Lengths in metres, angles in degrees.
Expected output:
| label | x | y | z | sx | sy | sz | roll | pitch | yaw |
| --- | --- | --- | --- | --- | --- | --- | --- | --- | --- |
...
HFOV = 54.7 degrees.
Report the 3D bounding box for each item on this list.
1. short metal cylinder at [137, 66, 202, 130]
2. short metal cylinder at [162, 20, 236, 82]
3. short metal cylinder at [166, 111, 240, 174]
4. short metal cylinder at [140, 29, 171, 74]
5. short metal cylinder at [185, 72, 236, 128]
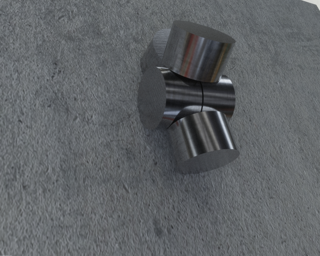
| label | x | y | z | sx | sy | sz | roll | pitch | yaw |
| --- | --- | --- | --- | --- | --- | --- | --- | --- | --- |
| short metal cylinder | 0.010 | -0.037 | 0.400 | 0.050 | 0.080 | 0.080 | 1 | 62 | -28 |
| short metal cylinder | 0.048 | -0.098 | 0.392 | 0.081 | 0.050 | 0.080 | 14 | 29 | -7 |
| short metal cylinder | 0.053 | 0.020 | 0.388 | 0.081 | 0.080 | 0.050 | 0 | 62 | -29 |
| short metal cylinder | 0.016 | -0.100 | 0.462 | 0.081 | 0.050 | 0.080 | 14 | 56 | -21 |
| short metal cylinder | 0.057 | -0.037 | 0.425 | 0.050 | 0.080 | 0.080 | 0 | 62 | -28 |
